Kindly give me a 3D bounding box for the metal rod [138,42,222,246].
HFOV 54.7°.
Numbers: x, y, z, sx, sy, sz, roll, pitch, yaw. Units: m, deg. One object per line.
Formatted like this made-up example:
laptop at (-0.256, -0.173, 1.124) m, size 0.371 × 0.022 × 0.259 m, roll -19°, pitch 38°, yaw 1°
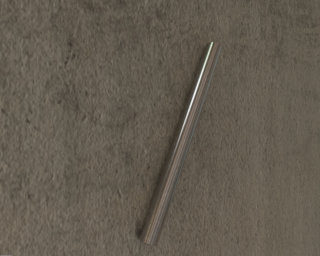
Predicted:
metal rod at (0.034, 0.011, 0.435) m, size 0.025 × 0.025 × 0.299 m, roll 32°, pitch 70°, yaw -36°
